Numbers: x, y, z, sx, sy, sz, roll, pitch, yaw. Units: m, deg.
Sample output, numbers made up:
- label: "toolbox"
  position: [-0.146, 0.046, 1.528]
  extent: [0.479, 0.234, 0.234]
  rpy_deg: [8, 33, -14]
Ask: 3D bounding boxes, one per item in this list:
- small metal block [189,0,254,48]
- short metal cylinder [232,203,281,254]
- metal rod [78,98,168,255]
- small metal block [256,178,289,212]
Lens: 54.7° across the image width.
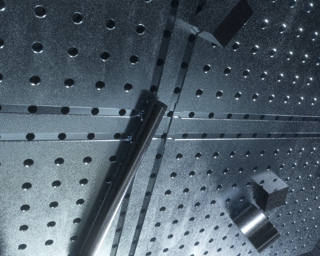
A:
- label: "small metal block"
  position: [0.069, -0.126, 0.355]
  extent: [0.050, 0.050, 0.025]
  rpy_deg: [-50, 129, 7]
- label: "short metal cylinder"
  position: [0.183, 0.192, 0.594]
  extent: [0.050, 0.080, 0.080]
  rpy_deg: [-38, 129, -3]
- label: "metal rod"
  position: [-0.063, 0.096, 0.435]
  extent: [0.025, 0.025, 0.298]
  rpy_deg: [13, 112, -34]
- label: "small metal block"
  position: [0.224, 0.134, 0.616]
  extent: [0.050, 0.025, 0.050]
  rpy_deg: [-14, 124, -21]
